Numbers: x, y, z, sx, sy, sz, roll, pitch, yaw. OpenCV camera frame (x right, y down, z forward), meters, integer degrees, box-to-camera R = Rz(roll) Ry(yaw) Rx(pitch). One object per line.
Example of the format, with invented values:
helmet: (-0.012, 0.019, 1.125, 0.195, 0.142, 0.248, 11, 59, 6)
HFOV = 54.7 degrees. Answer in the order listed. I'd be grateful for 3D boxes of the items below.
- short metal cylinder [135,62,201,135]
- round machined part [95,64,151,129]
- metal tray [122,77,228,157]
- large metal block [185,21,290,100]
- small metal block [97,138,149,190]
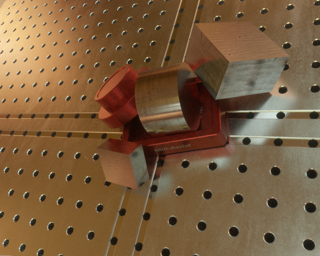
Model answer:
short metal cylinder: (0.012, -0.033, 0.366, 0.050, 0.080, 0.080, -8, 58, 23)
round machined part: (-0.051, -0.049, 0.425, 0.098, 0.042, 0.098, -36, 26, 21)
metal tray: (0.017, -0.014, 0.402, 0.130, 0.030, 0.090, -10, 57, 22)
large metal block: (0.087, -0.083, 0.367, 0.081, 0.050, 0.080, -10, 49, -22)
small metal block: (-0.045, 0.043, 0.381, 0.050, 0.050, 0.025, 8, 31, 32)
